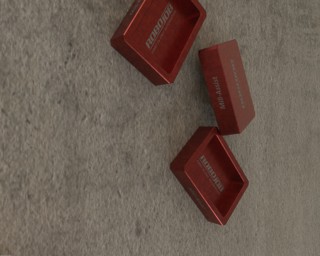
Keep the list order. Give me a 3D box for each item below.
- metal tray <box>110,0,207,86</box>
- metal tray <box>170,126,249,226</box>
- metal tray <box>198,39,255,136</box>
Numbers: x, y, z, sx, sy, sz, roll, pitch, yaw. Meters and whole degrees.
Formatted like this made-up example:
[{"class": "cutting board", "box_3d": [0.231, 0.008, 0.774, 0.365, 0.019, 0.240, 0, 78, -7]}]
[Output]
[{"class": "metal tray", "box_3d": [0.003, -0.132, 0.405, 0.090, 0.030, 0.130, 39, 66, -33]}, {"class": "metal tray", "box_3d": [0.080, 0.072, 0.471, 0.090, 0.030, 0.130, -50, 120, -29]}, {"class": "metal tray", "box_3d": [0.105, -0.064, 0.472, 0.091, 0.030, 0.129, -33, 109, -54]}]
